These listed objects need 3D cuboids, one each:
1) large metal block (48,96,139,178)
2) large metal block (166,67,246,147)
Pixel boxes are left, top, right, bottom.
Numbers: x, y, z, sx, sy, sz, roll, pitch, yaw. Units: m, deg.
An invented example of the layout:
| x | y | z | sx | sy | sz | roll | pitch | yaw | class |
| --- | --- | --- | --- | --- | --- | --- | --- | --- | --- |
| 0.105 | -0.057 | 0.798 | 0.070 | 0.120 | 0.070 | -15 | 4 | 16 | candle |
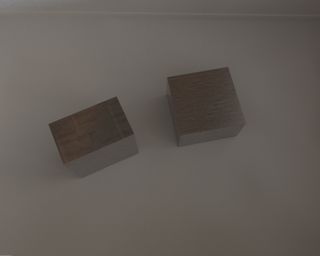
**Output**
| x | y | z | sx | sy | sz | roll | pitch | yaw | class |
| --- | --- | --- | --- | --- | --- | --- | --- | --- | --- |
| -0.075 | 0.014 | 0.374 | 0.080 | 0.080 | 0.050 | -24 | 72 | -8 | large metal block |
| 0.056 | -0.027 | 0.406 | 0.081 | 0.050 | 0.080 | -11 | 70 | -4 | large metal block |
